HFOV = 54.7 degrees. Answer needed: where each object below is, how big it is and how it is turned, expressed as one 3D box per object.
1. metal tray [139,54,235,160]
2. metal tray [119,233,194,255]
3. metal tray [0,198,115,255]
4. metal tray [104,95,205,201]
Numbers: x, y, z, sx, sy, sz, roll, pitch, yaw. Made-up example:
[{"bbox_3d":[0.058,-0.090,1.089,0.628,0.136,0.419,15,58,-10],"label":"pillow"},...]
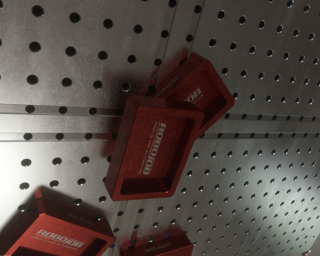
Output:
[{"bbox_3d":[0.028,-0.022,0.411,0.130,0.030,0.090,-43,130,1],"label":"metal tray"},{"bbox_3d":[-0.009,0.246,0.558,0.131,0.030,0.089,-6,121,-26],"label":"metal tray"},{"bbox_3d":[-0.139,0.158,0.430,0.090,0.030,0.130,-48,129,5],"label":"metal tray"},{"bbox_3d":[-0.009,0.028,0.382,0.091,0.030,0.129,4,117,-31],"label":"metal tray"}]
